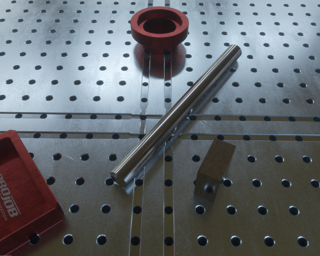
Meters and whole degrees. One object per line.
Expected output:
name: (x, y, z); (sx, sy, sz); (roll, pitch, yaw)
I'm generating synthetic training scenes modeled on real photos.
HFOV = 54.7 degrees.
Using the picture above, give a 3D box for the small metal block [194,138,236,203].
small metal block: (0.062, 0.048, 0.352); (0.025, 0.050, 0.050); (22, 53, 17)

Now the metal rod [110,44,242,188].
metal rod: (0.038, -0.034, 0.436); (0.025, 0.025, 0.301); (28, 55, 21)

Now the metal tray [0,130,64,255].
metal tray: (-0.178, 0.069, 0.343); (0.091, 0.030, 0.130); (-30, 56, -23)

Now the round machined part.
round machined part: (0.000, -0.166, 0.536); (0.099, 0.042, 0.098); (0, 50, 0)
